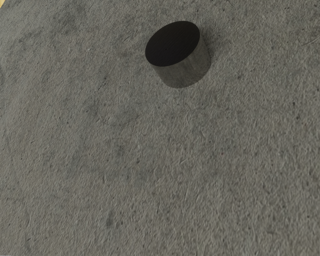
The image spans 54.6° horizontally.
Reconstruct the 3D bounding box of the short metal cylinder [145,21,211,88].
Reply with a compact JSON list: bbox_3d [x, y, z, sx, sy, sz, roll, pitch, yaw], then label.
[{"bbox_3d":[0.026,-0.103,0.438,0.080,0.050,0.080,-13,56,21],"label":"short metal cylinder"}]
